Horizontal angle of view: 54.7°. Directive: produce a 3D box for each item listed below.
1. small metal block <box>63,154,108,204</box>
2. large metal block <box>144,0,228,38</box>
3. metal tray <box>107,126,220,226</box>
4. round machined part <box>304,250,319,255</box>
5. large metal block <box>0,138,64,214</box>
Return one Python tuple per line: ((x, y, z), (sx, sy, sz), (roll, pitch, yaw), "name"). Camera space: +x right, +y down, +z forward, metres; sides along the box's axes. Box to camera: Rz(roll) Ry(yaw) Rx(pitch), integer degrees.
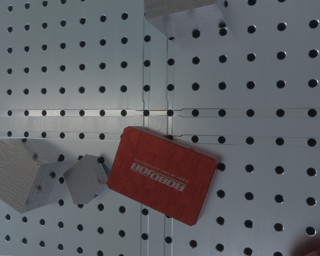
((-0.105, 0.074, 0.442), (0.050, 0.025, 0.050), (-40, 61, 16), "small metal block")
((0.033, -0.150, 0.372), (0.080, 0.080, 0.050), (-6, 88, 20), "large metal block")
((0.003, 0.059, 0.409), (0.130, 0.030, 0.089), (20, 97, 18), "metal tray")
((0.192, 0.179, 0.336), (0.098, 0.042, 0.097), (0, 90, 20), "round machined part")
((-0.208, 0.070, 0.473), (0.080, 0.050, 0.080), (27, 99, 18), "large metal block")
